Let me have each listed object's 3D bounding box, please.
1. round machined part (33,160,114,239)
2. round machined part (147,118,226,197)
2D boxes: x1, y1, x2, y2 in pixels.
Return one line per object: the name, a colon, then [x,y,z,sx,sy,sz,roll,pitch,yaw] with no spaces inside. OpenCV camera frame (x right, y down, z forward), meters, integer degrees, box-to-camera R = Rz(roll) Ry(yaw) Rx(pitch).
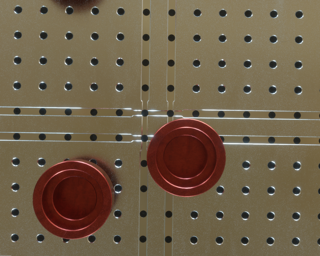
round machined part: [-0.109,0.089,0.404,0.099,0.042,0.097,0,90,0]
round machined part: [0.033,0.037,0.405,0.099,0.042,0.097,0,90,0]
